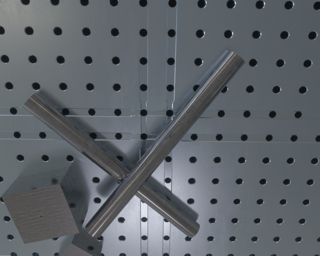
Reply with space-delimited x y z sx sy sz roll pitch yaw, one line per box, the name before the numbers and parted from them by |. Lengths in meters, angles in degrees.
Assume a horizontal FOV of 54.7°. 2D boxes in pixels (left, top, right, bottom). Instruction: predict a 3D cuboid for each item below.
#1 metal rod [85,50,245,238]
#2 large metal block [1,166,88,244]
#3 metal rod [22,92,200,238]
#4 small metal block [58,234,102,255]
metal rod | 0.002 0.027 0.404 0.025 0.025 0.299 37 99 -13
large metal block | -0.159 0.108 0.438 0.080 0.050 0.080 -13 110 4
metal rod | -0.058 0.060 0.434 0.300 0.025 0.025 41 105 -14
small metal block | -0.128 0.201 0.486 0.050 0.025 0.050 36 106 -13
